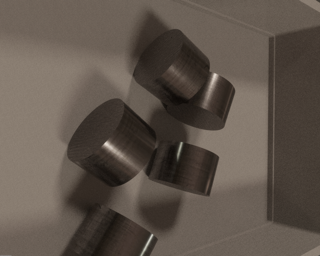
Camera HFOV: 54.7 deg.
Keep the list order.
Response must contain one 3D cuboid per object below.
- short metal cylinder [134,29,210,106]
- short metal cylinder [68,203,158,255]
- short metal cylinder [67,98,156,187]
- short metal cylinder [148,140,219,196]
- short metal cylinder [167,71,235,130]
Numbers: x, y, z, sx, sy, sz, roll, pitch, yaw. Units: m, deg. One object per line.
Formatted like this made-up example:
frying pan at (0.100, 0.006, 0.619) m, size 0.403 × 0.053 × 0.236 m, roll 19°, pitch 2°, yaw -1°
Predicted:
short metal cylinder at (0.014, -0.074, 0.384) m, size 0.050 × 0.080 × 0.080 m, roll 35°, pitch 68°, yaw -34°
short metal cylinder at (-0.049, 0.123, 0.331) m, size 0.080 × 0.080 × 0.050 m, roll 46°, pitch 63°, yaw -31°
short metal cylinder at (-0.051, 0.015, 0.330) m, size 0.050 × 0.080 × 0.080 m, roll 44°, pitch 63°, yaw -32°
short metal cylinder at (0.031, 0.052, 0.399) m, size 0.080 × 0.080 × 0.050 m, roll 27°, pitch 73°, yaw -37°
short metal cylinder at (0.055, -0.036, 0.420) m, size 0.080 × 0.080 × 0.050 m, roll 33°, pitch 70°, yaw -36°
